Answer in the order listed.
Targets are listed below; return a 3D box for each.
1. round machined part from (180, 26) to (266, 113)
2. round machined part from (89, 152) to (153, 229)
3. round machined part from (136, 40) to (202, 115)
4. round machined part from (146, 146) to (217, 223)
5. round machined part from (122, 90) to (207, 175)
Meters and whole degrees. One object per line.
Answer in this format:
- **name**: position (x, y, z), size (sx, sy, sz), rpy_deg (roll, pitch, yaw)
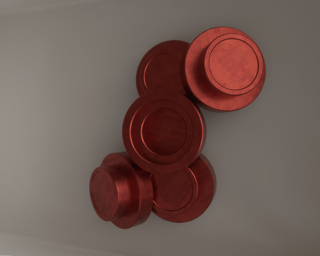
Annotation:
- **round machined part**: position (0.075, -0.067, 0.350), size (0.099, 0.042, 0.097), rpy_deg (0, 87, -11)
- **round machined part**: position (-0.056, 0.081, 0.396), size (0.098, 0.042, 0.097), rpy_deg (6, 98, 49)
- **round machined part**: position (0.014, -0.063, 0.394), size (0.098, 0.042, 0.097), rpy_deg (0, 90, 19)
- **round machined part**: position (0.019, 0.072, 0.392), size (0.098, 0.042, 0.097), rpy_deg (0, 90, 19)
- **round machined part**: position (0.008, 0.005, 0.373), size (0.098, 0.042, 0.097), rpy_deg (0, 90, 19)
